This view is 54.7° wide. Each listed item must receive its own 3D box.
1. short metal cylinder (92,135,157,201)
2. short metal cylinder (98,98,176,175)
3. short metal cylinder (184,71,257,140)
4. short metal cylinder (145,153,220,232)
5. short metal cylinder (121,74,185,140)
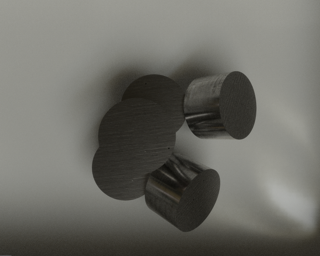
[{"bbox_3d":[-0.042,0.047,0.397,0.081,0.050,0.079,0,90,-1],"label":"short metal cylinder"},{"bbox_3d":[-0.024,0.008,0.346,0.081,0.050,0.079,0,90,-1],"label":"short metal cylinder"},{"bbox_3d":[0.075,-0.026,0.378,0.081,0.050,0.079,2,88,-44],"label":"short metal cylinder"},{"bbox_3d":[0.028,0.077,0.376,0.050,0.080,0.080,24,90,40],"label":"short metal cylinder"},{"bbox_3d":[-0.007,-0.025,0.397,0.081,0.050,0.079,0,90,-1],"label":"short metal cylinder"}]
